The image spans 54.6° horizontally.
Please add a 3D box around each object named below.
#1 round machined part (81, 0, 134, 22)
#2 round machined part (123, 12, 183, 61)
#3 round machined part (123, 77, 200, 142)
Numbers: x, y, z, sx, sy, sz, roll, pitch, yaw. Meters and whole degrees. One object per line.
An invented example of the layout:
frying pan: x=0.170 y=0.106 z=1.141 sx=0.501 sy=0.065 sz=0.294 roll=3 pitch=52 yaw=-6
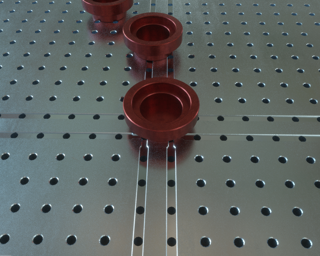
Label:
round machined part: x=-0.100 y=-0.241 z=0.599 sx=0.099 sy=0.042 sz=0.098 roll=0 pitch=50 yaw=0
round machined part: x=-0.011 y=-0.151 z=0.524 sx=0.099 sy=0.042 sz=0.098 roll=0 pitch=50 yaw=0
round machined part: x=0.002 y=-0.020 z=0.414 sx=0.099 sy=0.042 sz=0.098 roll=0 pitch=50 yaw=0
